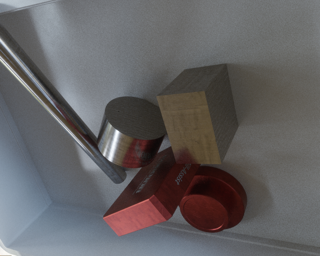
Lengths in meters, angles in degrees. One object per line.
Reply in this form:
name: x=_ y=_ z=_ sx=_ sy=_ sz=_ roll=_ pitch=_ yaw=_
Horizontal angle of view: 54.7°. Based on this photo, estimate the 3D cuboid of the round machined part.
round machined part: x=0.066 y=0.104 z=0.426 sx=0.098 sy=0.042 sz=0.097 roll=13 pitch=124 yaw=20

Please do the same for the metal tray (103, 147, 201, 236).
metal tray: x=-0.002 y=0.067 z=0.382 sx=0.090 sy=0.131 sz=0.030 roll=-31 pitch=101 yaw=38

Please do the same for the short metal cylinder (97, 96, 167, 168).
short metal cylinder: x=-0.035 y=0.004 z=0.393 sx=0.080 sy=0.080 sz=0.050 roll=30 pitch=128 yaw=9

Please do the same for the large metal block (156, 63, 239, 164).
large metal block: x=0.046 y=-0.016 z=0.338 sx=0.050 sy=0.080 sz=0.080 roll=-3 pitch=117 yaw=29

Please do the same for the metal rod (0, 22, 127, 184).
metal rod: x=-0.114 y=-0.012 z=0.382 sx=0.025 sy=0.025 sz=0.299 roll=3 pitch=144 yaw=26
